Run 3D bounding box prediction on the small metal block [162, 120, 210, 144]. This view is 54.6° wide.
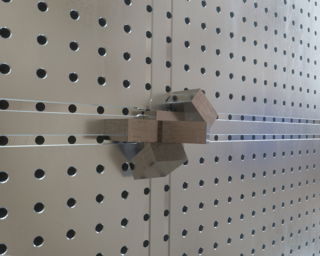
[{"bbox_3d":[0.033,0.005,0.374,0.050,0.050,0.025,7,85,-77],"label":"small metal block"}]

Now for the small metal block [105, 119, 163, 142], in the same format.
[{"bbox_3d":[-0.030,0.003,0.366,0.050,0.050,0.025,2,89,-39],"label":"small metal block"}]

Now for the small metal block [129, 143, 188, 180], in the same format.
[{"bbox_3d":[-0.002,0.041,0.387,0.050,0.050,0.025,2,58,-40],"label":"small metal block"}]

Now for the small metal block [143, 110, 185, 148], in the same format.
[{"bbox_3d":[0.006,0.003,0.413,0.050,0.025,0.050,2,89,-41],"label":"small metal block"}]

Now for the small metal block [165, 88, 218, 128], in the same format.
[{"bbox_3d":[0.044,-0.026,0.428,0.050,0.050,0.025,51,60,-28],"label":"small metal block"}]
